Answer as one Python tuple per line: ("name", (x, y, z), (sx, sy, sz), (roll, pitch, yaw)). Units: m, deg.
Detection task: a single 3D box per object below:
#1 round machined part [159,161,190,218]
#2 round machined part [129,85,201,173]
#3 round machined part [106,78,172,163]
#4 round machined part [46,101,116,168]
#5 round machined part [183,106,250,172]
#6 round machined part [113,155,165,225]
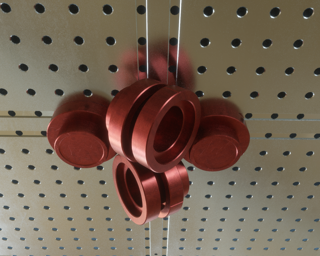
("round machined part", (0.005, 0.072, 0.437), (0.042, 0.098, 0.097), (-15, 137, -30))
("round machined part", (0.002, -0.002, 0.353), (0.042, 0.099, 0.098), (25, 140, 33))
("round machined part", (-0.025, -0.012, 0.368), (0.042, 0.099, 0.098), (25, 140, 33))
("round machined part", (-0.101, 0.016, 0.412), (0.099, 0.042, 0.097), (0, 130, 0))
("round machined part", (0.072, 0.021, 0.419), (0.099, 0.042, 0.097), (0, 130, 0))
("round machined part", (-0.025, 0.077, 0.423), (0.042, 0.098, 0.097), (-16, 137, -30))
